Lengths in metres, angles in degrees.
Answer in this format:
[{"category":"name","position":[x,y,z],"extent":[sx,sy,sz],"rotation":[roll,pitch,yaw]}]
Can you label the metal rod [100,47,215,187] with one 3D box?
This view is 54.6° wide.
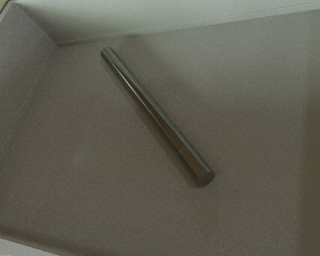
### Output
[{"category":"metal rod","position":[-0.020,-0.035,0.438],"extent":[0.025,0.025,0.300],"rotation":[-39,51,2]}]
